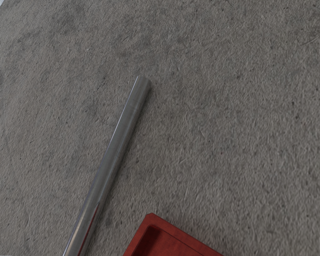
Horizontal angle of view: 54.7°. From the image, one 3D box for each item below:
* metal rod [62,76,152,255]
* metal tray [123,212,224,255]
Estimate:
[{"bbox_3d":[-0.071,0.062,0.403,0.025,0.025,0.300,6,64,31],"label":"metal rod"},{"bbox_3d":[0.020,0.152,0.296,0.130,0.030,0.090,21,73,35],"label":"metal tray"}]
